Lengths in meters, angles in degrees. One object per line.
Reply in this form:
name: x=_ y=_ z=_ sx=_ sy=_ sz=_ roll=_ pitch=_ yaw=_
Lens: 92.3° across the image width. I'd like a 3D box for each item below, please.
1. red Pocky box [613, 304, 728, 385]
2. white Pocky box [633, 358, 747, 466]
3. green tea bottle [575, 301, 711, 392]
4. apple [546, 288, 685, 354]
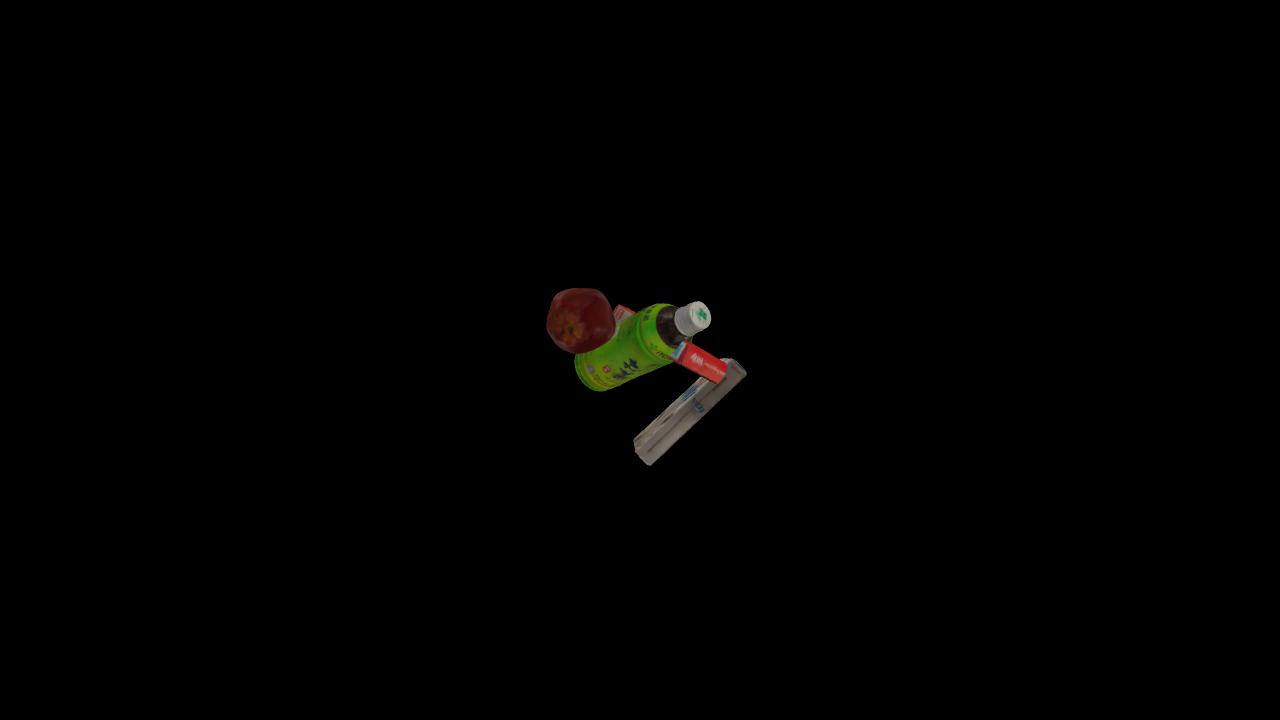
red Pocky box: x=0.035 y=-0.019 z=0.731 sx=0.083 sy=0.028 sz=0.155 roll=28 pitch=3 yaw=-40
white Pocky box: x=0.056 y=0.059 z=0.728 sx=0.154 sy=0.028 sz=0.084 roll=-43 pitch=2 yaw=-1
green tea bottle: x=0.002 y=-0.019 z=0.715 sx=0.073 sy=0.073 sz=0.212 roll=0 pitch=-16 yaw=-35
apple: x=-0.067 y=-0.044 z=0.692 sx=0.079 sy=0.079 sz=0.093 roll=0 pitch=11 yaw=6
